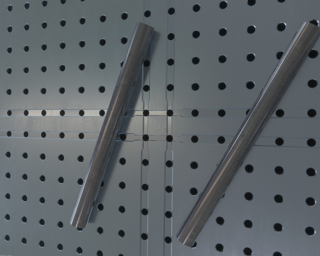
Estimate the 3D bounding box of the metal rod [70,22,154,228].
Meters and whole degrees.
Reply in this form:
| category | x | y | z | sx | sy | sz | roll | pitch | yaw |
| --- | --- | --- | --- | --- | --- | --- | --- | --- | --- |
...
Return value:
| category | x | y | z | sx | sy | sz | roll | pitch | yaw |
| --- | --- | --- | --- | --- | --- | --- | --- | --- | --- |
| metal rod | -0.069 | 0.001 | 0.436 | 0.025 | 0.025 | 0.298 | 22 | 97 | 18 |

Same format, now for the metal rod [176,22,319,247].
| category | x | y | z | sx | sy | sz | roll | pitch | yaw |
| --- | --- | --- | --- | --- | --- | --- | --- | --- | --- |
| metal rod | 0.102 | 0.015 | 0.376 | 0.025 | 0.025 | 0.299 | 31 | 100 | 17 |
